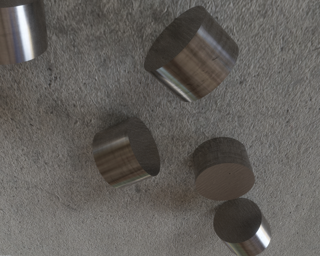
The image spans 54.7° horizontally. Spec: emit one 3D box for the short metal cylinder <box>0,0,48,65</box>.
[{"bbox_3d":[-0.148,-0.100,0.284,0.081,0.080,0.050,6,130,-5],"label":"short metal cylinder"}]

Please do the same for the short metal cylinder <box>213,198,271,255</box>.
[{"bbox_3d":[0.136,0.163,0.511,0.080,0.080,0.050,-23,126,18],"label":"short metal cylinder"}]

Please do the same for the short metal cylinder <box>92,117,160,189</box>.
[{"bbox_3d":[-0.041,0.032,0.397,0.050,0.080,0.080,-23,127,18],"label":"short metal cylinder"}]

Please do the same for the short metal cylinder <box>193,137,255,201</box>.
[{"bbox_3d":[0.089,0.059,0.442,0.081,0.050,0.079,0,130,0],"label":"short metal cylinder"}]

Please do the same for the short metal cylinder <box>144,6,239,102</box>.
[{"bbox_3d":[0.030,-0.073,0.309,0.080,0.080,0.050,-37,121,27],"label":"short metal cylinder"}]
